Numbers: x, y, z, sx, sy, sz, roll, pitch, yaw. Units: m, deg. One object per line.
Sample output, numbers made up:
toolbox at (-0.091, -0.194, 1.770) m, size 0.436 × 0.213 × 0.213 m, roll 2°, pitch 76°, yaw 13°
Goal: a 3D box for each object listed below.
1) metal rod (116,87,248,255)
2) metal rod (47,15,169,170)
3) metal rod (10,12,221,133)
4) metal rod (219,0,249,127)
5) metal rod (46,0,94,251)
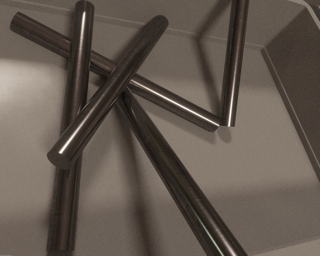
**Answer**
metal rod at (0.005, 0.032, 0.303) m, size 0.025 × 0.025 × 0.300 m, roll 0°, pitch 34°, yaw -29°
metal rod at (-0.045, -0.069, 0.388) m, size 0.025 × 0.025 × 0.301 m, roll 33°, pitch 46°, yaw -8°
metal rod at (-0.050, -0.070, 0.422) m, size 0.301 × 0.025 × 0.025 m, roll 26°, pitch 52°, yaw -12°
metal rod at (0.115, -0.151, 0.459) m, size 0.025 × 0.025 × 0.298 m, roll 4°, pitch 94°, yaw -27°
metal rod at (-0.096, -0.023, 0.348) m, size 0.025 × 0.025 × 0.299 m, roll 10°, pitch 64°, yaw -24°
